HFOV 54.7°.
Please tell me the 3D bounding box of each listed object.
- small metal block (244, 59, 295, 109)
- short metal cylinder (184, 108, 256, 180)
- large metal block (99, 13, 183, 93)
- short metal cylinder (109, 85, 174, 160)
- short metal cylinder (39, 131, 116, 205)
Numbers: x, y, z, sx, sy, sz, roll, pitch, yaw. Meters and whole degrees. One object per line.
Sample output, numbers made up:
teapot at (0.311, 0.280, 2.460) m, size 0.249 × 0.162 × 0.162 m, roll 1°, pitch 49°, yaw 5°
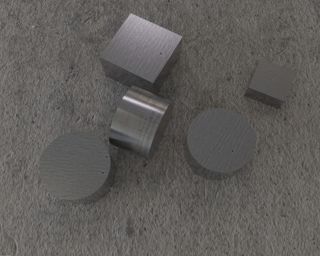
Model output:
small metal block at (0.152, -0.062, 0.432) m, size 0.050 × 0.025 × 0.050 m, roll 23°, pitch 72°, yaw 8°
short metal cylinder at (0.072, 0.021, 0.388) m, size 0.081 × 0.050 × 0.080 m, roll 0°, pitch 70°, yaw 0°
large metal block at (-0.024, -0.099, 0.431) m, size 0.080 × 0.050 × 0.080 m, roll 27°, pitch 72°, yaw 9°
short metal cylinder at (-0.021, -0.006, 0.381) m, size 0.050 × 0.080 × 0.080 m, roll 22°, pitch 72°, yaw 8°
short metal cylinder at (-0.097, 0.050, 0.376) m, size 0.081 × 0.050 × 0.080 m, roll 0°, pitch 70°, yaw 0°
